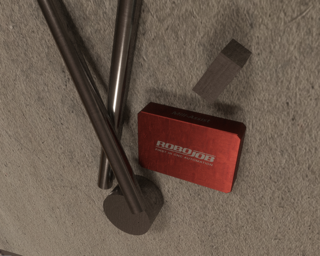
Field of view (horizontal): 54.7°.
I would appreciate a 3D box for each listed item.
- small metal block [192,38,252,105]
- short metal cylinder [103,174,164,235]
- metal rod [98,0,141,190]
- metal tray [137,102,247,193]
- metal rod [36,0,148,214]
[{"bbox_3d":[0.064,-0.059,0.320,0.025,0.050,0.050,38,129,2],"label":"small metal block"},{"bbox_3d":[-0.041,0.120,0.485,0.080,0.050,0.079,13,124,20],"label":"short metal cylinder"},{"bbox_3d":[-0.061,-0.025,0.421,0.025,0.025,0.298,24,127,13],"label":"metal rod"},{"bbox_3d":[0.036,0.024,0.398,0.130,0.030,0.089,14,124,19],"label":"metal tray"},{"bbox_3d":[-0.084,-0.024,0.404,0.025,0.025,0.299,-16,101,34],"label":"metal rod"}]
